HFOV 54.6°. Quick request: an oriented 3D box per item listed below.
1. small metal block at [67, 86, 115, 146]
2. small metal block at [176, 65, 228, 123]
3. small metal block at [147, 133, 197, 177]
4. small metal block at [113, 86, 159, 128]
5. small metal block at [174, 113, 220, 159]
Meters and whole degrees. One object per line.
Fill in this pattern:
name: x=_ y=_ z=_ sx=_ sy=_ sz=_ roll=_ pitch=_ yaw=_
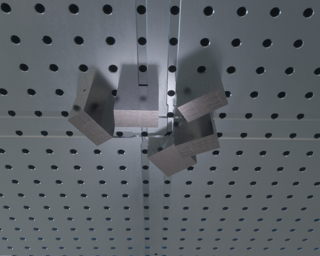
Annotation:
small metal block: x=-0.081 y=-0.015 z=0.382 sx=0.025 sy=0.050 sz=0.050 roll=-28 pitch=125 yaw=22
small metal block: x=0.047 y=-0.040 z=0.361 sx=0.050 sy=0.050 sz=0.025 roll=-25 pitch=126 yaw=20
small metal block: x=0.017 y=0.038 z=0.444 sx=0.050 sy=0.025 sz=0.050 roll=-29 pitch=125 yaw=22
small metal block: x=-0.027 y=-0.026 z=0.372 sx=0.050 sy=0.050 sz=0.025 roll=1 pitch=130 yaw=-1
small metal block: x=0.046 y=0.007 z=0.401 sx=0.050 sy=0.050 sz=0.025 roll=-18 pitch=128 yaw=15
